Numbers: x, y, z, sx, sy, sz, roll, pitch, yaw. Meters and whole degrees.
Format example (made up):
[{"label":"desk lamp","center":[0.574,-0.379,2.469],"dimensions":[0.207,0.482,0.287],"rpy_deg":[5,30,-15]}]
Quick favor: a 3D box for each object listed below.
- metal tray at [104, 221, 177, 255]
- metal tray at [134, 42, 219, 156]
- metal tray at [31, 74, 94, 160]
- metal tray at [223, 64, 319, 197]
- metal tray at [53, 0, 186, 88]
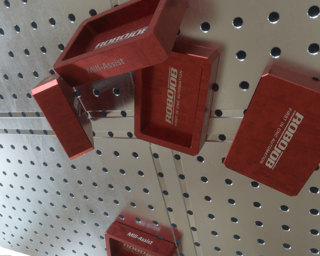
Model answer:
[{"label":"metal tray","center":[-0.036,0.232,0.570],"dimensions":[0.130,0.030,0.089],"rpy_deg":[14,124,20]},{"label":"metal tray","center":[0.015,-0.036,0.377],"dimensions":[0.090,0.030,0.129],"rpy_deg":[16,125,19]},{"label":"metal tray","center":[-0.121,-0.023,0.401],"dimensions":[0.030,0.130,0.090],"rpy_deg":[-26,109,-6]},{"label":"metal tray","center":[0.134,0.006,0.341],"dimensions":[0.090,0.030,0.129],"rpy_deg":[24,127,13]},{"label":"metal tray","center":[-0.044,-0.096,0.330],"dimensions":[0.130,0.090,0.030],"rpy_deg":[-8,138,32]}]
